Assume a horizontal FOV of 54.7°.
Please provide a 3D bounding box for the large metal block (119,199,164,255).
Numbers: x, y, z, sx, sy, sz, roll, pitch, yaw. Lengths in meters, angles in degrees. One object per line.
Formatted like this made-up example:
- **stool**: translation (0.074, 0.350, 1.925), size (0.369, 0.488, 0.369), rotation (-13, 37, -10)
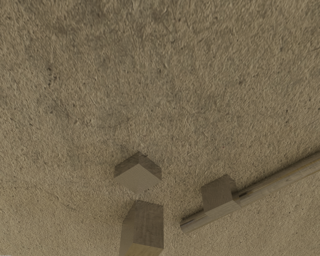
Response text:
- **large metal block**: translation (-0.032, 0.182, 0.526), size (0.050, 0.080, 0.079), rotation (17, 128, -14)

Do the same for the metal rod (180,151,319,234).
- **metal rod**: translation (0.154, 0.102, 0.495), size (0.299, 0.025, 0.025), rotation (-35, 122, 26)

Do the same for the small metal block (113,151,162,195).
- **small metal block**: translation (-0.033, 0.068, 0.465), size (0.050, 0.025, 0.050), rotation (-33, 123, 25)

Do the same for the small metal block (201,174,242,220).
- **small metal block**: translation (0.094, 0.108, 0.483), size (0.050, 0.050, 0.025), rotation (-32, 123, 24)
